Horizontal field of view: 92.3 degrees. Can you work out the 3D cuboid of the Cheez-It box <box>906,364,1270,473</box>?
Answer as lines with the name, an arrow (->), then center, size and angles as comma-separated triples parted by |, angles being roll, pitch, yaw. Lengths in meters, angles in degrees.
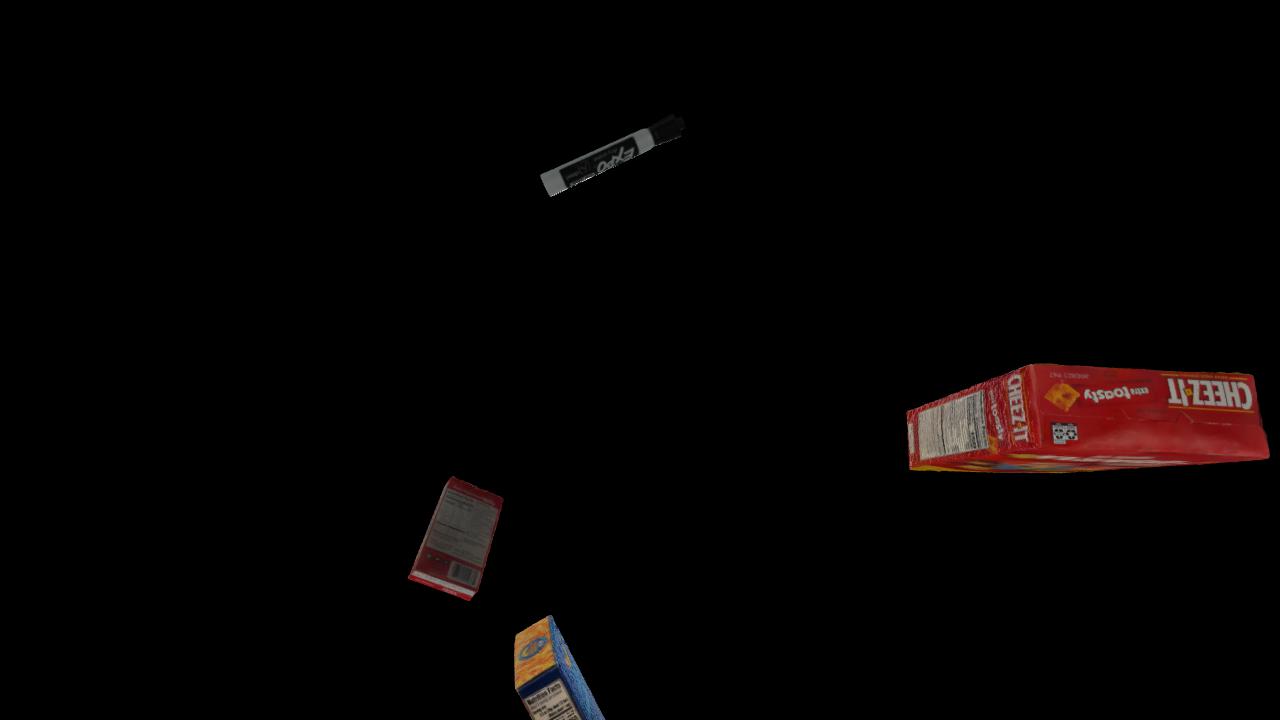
Cheez-It box -> 0.362, 0.061, 0.543 | 0.166, 0.071, 0.223 | 1, -13, 1

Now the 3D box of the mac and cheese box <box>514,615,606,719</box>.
mac and cheese box -> -0.044, 0.309, 0.493 | 0.041, 0.184, 0.093 | -27, 4, -9

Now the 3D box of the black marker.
black marker -> -0.021, -0.163, 0.487 | 0.121, 0.020, 0.020 | -24, -1, 1

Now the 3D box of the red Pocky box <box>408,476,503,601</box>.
red Pocky box -> -0.234, 0.228, 0.799 | 0.083, 0.028, 0.155 | 27, 31, -15
